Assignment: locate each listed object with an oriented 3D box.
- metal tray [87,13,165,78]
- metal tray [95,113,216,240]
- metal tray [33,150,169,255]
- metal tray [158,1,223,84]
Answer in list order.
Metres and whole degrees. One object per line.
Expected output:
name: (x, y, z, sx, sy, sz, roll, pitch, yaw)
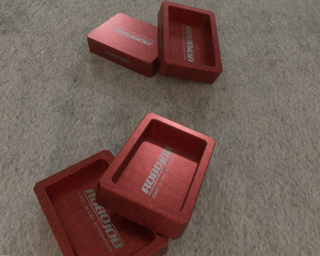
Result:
metal tray: (-0.044, -0.142, 0.519, 0.130, 0.030, 0.090, 27, 55, 20)
metal tray: (0.001, 0.043, 0.335, 0.090, 0.030, 0.130, 23, 40, 7)
metal tray: (-0.063, 0.092, 0.321, 0.091, 0.030, 0.130, -27, 55, -21)
metal tray: (0.044, -0.135, 0.483, 0.091, 0.030, 0.130, 7, 60, -15)
